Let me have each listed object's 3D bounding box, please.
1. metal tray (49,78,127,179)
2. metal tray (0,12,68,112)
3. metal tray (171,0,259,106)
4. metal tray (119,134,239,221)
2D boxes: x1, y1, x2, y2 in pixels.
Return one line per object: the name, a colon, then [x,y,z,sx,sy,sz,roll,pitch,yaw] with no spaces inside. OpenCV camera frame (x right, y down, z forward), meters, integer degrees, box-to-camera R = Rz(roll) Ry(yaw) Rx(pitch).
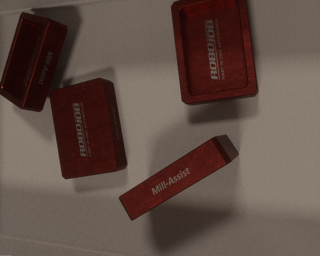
metal tray: [-0.103,0.002,0.443,0.090,0.030,0.129,-11,86,19]
metal tray: [-0.190,-0.098,0.456,0.090,0.030,0.129,26,99,38]
metal tray: [0.067,-0.098,0.383,0.090,0.030,0.129,-7,88,19]
metal tray: [0.026,0.055,0.366,0.130,0.090,0.030,-34,79,16]
